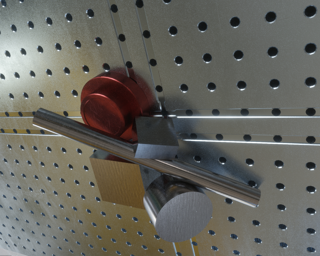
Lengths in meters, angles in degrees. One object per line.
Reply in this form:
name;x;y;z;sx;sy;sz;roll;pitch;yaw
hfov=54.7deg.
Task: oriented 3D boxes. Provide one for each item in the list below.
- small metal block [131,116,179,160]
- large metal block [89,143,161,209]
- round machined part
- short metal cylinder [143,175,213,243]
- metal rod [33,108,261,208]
small metal block;-0.007;0.012;0.393;0.050;0.050;0.025;5;131;-15
large metal block;-0.047;0.067;0.457;0.080;0.050;0.079;5;121;25
round machined part;-0.067;-0.023;0.420;0.098;0.042;0.097;13;124;20
short metal cylinder;0.024;0.106;0.419;0.081;0.050;0.079;-9;116;-18
metal rod;-0.016;0.038;0.400;0.301;0.025;0.025;21;127;-1
